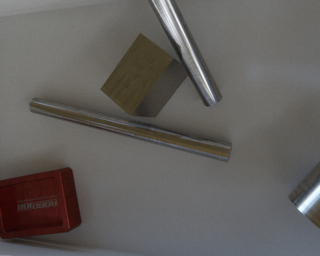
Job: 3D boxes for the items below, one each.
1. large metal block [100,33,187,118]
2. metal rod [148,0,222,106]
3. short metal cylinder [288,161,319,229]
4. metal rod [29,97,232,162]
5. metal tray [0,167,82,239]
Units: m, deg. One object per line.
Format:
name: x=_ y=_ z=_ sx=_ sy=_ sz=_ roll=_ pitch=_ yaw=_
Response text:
large metal block: x=-0.014 y=-0.060 z=0.385 sx=0.050 sy=0.080 sz=0.080 roll=41 pitch=103 yaw=15
metal rod: x=-0.005 y=-0.144 z=0.316 sx=0.025 sy=0.025 sz=0.299 roll=-23 pitch=121 yaw=18
short metal cylinder: x=0.182 y=0.079 z=0.317 sx=0.080 sy=0.080 sz=0.050 roll=39 pitch=103 yaw=15
metal rod: x=-0.053 y=-0.002 z=0.428 sx=0.301 sy=0.025 sz=0.025 roll=13 pitch=95 yaw=19
metal tray: x=-0.190 y=0.115 z=0.472 sx=0.130 sy=0.030 sz=0.089 roll=-12 pitch=86 yaw=19
